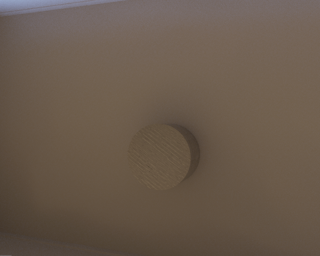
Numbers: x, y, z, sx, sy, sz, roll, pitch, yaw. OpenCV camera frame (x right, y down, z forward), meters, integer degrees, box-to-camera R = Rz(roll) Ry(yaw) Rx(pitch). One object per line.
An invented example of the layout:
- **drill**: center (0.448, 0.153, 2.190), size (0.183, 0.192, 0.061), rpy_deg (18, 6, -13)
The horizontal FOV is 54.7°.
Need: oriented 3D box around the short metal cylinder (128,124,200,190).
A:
- **short metal cylinder**: center (0.006, 0.034, 0.394), size (0.080, 0.050, 0.079), rpy_deg (0, 90, 19)
